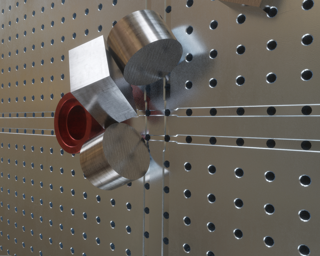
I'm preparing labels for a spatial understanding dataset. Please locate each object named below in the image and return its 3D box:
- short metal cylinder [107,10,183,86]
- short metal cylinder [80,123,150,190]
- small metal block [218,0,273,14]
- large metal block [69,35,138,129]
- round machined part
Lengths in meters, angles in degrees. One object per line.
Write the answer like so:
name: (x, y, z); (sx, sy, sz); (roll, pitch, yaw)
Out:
short metal cylinder: (-0.019, -0.098, 0.387); (0.080, 0.081, 0.050); (-44, 64, 31)
short metal cylinder: (-0.060, 0.039, 0.421); (0.050, 0.081, 0.080); (-29, 72, 36)
small metal block: (0.097, -0.154, 0.329); (0.050, 0.025, 0.050); (28, 107, 36)
large metal block: (-0.075, -0.059, 0.410); (0.050, 0.080, 0.080); (-22, 52, 8)
round machined part: (-0.124, -0.008, 0.498); (0.098, 0.042, 0.097); (0, 90, 39)
